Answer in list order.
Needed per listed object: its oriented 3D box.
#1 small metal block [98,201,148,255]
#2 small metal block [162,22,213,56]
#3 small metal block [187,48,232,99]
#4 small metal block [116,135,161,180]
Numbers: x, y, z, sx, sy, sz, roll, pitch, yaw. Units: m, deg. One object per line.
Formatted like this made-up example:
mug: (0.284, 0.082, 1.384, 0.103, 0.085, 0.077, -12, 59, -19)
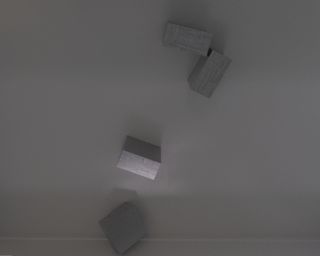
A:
small metal block: (-0.053, 0.144, 0.449, 0.050, 0.025, 0.050, -32, 109, -29)
small metal block: (0.030, -0.104, 0.360, 0.050, 0.050, 0.025, 12, 110, -5)
small metal block: (0.058, -0.069, 0.373, 0.025, 0.050, 0.050, 26, 108, -9)
small metal block: (-0.027, 0.038, 0.412, 0.050, 0.050, 0.025, 20, 109, -8)
